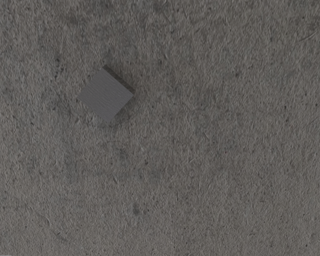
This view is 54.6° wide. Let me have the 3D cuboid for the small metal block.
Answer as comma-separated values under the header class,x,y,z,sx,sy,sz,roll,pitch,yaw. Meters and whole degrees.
class,x,y,z,sx,sy,sz,roll,pitch,yaw
small metal block,-0.067,-0.044,0.393,0.050,0.025,0.050,41,105,-14
